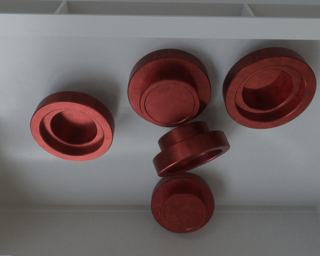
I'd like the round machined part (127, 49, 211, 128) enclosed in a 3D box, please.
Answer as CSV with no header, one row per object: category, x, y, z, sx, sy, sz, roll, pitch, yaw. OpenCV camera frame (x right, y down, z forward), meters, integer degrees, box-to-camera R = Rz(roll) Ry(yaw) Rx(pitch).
round machined part,0.011,-0.039,0.365,0.099,0.042,0.097,0,130,0

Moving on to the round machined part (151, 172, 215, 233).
round machined part,0.035,0.121,0.478,0.099,0.042,0.097,0,106,1

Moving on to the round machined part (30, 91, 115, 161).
round machined part,-0.106,-0.006,0.391,0.099,0.042,0.097,0,130,0

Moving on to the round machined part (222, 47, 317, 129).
round machined part,0.121,-0.049,0.357,0.099,0.042,0.097,0,130,0

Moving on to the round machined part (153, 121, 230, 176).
round machined part,0.036,0.025,0.399,0.099,0.042,0.098,-20,162,-6
